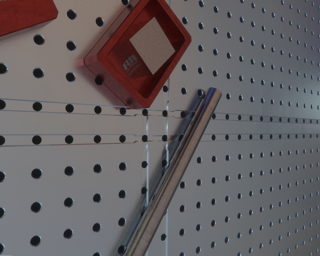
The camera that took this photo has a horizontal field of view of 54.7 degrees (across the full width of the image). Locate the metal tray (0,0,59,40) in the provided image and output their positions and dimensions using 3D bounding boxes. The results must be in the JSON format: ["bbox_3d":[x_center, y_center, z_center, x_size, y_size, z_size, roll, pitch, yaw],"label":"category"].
[{"bbox_3d":[-0.162,-0.145,0.271,0.091,0.030,0.129,-36,113,-34],"label":"metal tray"}]

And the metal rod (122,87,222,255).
[{"bbox_3d":[0.018,0.066,0.426,0.025,0.025,0.300,44,64,-32],"label":"metal rod"}]

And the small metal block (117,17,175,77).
[{"bbox_3d":[-0.016,-0.099,0.381,0.050,0.025,0.050,-51,120,-28],"label":"small metal block"}]

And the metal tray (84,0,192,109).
[{"bbox_3d":[-0.021,-0.099,0.389,0.090,0.030,0.130,45,63,-31],"label":"metal tray"}]
